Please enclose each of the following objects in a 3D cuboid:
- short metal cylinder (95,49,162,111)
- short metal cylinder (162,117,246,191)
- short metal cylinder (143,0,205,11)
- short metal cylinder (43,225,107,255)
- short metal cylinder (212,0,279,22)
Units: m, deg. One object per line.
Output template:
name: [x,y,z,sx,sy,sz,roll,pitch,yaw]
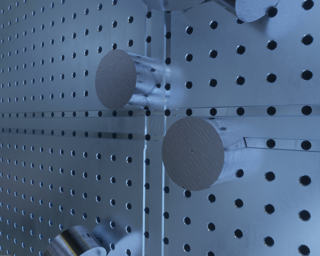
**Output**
short metal cylinder: [-0.044,-0.064,0.427,0.080,0.050,0.079,0,90,39]
short metal cylinder: [0.049,0.027,0.351,0.080,0.050,0.079,0,90,39]
short metal cylinder: [0.017,-0.177,0.358,0.080,0.081,0.050,-9,85,39]
short metal cylinder: [-0.131,0.200,0.479,0.050,0.081,0.079,35,111,34]
short metal cylinder: [0.087,-0.152,0.301,0.050,0.081,0.080,49,119,28]
